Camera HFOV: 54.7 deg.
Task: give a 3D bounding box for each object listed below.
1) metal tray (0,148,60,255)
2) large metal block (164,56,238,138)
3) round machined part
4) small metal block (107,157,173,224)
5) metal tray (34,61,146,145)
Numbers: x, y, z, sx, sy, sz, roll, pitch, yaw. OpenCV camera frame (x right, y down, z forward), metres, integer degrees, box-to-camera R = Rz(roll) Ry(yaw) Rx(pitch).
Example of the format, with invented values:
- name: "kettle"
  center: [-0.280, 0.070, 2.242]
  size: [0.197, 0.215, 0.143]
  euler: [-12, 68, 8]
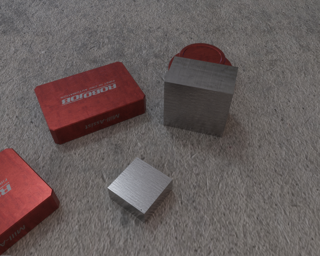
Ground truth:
- name: "metal tray"
  center: [-0.186, 0.090, 0.322]
  size: [0.090, 0.030, 0.131]
  euler: [35, 58, 25]
- name: "large metal block"
  center: [0.050, -0.039, 0.401]
  size: [0.080, 0.080, 0.050]
  euler: [12, 51, 9]
- name: "round machined part"
  center: [0.062, -0.092, 0.471]
  size: [0.099, 0.042, 0.098]
  euler: [0, 50, 0]
- name: "small metal block"
  center: [-0.021, 0.068, 0.346]
  size: [0.050, 0.025, 0.050]
  euler: [30, 56, 22]
- name: "metal tray"
  center: [-0.096, -0.039, 0.432]
  size: [0.131, 0.030, 0.090]
  euler: [-22, 54, -18]
